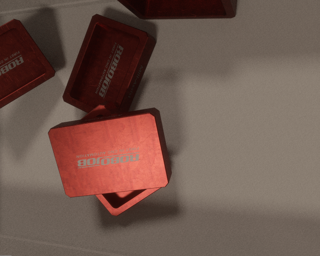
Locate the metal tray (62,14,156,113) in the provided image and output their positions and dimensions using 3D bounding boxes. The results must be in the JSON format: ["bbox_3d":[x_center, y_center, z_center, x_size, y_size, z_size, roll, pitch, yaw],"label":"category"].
[{"bbox_3d":[-0.072,-0.081,0.431,0.090,0.030,0.129,25,98,17],"label":"metal tray"}]

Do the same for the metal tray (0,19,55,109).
[{"bbox_3d":[-0.229,-0.081,0.435,0.131,0.030,0.090,-35,115,-10],"label":"metal tray"}]

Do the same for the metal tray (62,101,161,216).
[{"bbox_3d":[-0.063,0.041,0.408,0.090,0.030,0.130,-36,97,16],"label":"metal tray"}]

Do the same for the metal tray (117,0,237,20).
[{"bbox_3d":[0.020,-0.159,0.368,0.130,0.090,0.030,6,92,19],"label":"metal tray"}]

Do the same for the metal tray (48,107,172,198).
[{"bbox_3d":[-0.058,0.031,0.373,0.131,0.030,0.089,-9,103,11],"label":"metal tray"}]
